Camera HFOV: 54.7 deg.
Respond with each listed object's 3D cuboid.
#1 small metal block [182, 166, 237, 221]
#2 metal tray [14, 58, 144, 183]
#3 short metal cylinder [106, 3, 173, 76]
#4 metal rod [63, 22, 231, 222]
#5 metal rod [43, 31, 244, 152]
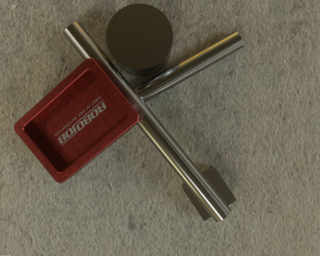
[{"bbox_3d":[0.064,0.086,0.412,0.050,0.025,0.050,-34,90,0],"label":"small metal block"},{"bbox_3d":[-0.096,-0.008,0.369,0.130,0.030,0.090,-39,90,11],"label":"metal tray"},{"bbox_3d":[-0.025,-0.110,0.398,0.081,0.050,0.079,0,90,-1],"label":"short metal cylinder"},{"bbox_3d":[-0.015,-0.007,0.386,0.025,0.025,0.300,-39,91,0],"label":"metal rod"},{"bbox_3d":[-0.027,-0.044,0.411,0.301,0.025,0.025,-30,90,-1],"label":"metal rod"}]
